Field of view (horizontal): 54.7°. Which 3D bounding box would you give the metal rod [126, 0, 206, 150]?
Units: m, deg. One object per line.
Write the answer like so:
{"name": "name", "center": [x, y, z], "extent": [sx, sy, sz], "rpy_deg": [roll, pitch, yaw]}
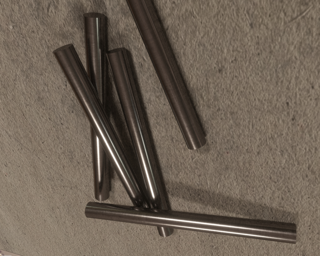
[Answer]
{"name": "metal rod", "center": [-0.010, -0.108, 0.344], "extent": [0.025, 0.025, 0.299], "rpy_deg": [-11, 113, 32]}

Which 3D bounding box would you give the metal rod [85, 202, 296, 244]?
{"name": "metal rod", "center": [0.031, 0.133, 0.445], "extent": [0.301, 0.025, 0.025], "rpy_deg": [1, 120, 18]}

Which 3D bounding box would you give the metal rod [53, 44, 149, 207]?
{"name": "metal rod", "center": [-0.065, 0.028, 0.434], "extent": [0.025, 0.025, 0.299], "rpy_deg": [-4, 124, 29]}

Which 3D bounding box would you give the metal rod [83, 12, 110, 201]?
{"name": "metal rod", "center": [-0.088, -0.009, 0.445], "extent": [0.025, 0.025, 0.298], "rpy_deg": [17, 125, 18]}

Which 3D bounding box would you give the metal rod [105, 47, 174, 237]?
{"name": "metal rod", "center": [-0.022, 0.037, 0.439], "extent": [0.025, 0.025, 0.298], "rpy_deg": [1, 119, 27]}
